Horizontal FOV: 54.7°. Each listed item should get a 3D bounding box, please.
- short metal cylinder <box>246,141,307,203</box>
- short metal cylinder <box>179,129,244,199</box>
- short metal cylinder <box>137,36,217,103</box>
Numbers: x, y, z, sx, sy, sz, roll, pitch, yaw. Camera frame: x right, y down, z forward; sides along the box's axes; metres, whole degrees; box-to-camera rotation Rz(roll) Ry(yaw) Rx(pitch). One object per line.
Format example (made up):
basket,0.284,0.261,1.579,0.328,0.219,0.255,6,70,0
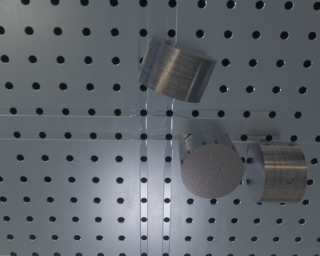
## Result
short metal cylinder,0.149,0.057,0.407,0.050,0.080,0.079,1,110,-1
short metal cylinder,0.067,0.048,0.418,0.081,0.050,0.079,0,110,0
short metal cylinder,0.019,-0.069,0.359,0.080,0.080,0.050,19,109,-7
